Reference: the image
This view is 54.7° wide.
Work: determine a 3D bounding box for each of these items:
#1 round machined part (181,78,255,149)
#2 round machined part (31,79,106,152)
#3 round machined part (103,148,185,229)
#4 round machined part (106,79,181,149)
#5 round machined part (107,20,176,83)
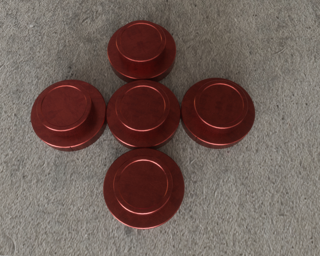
[{"bbox_3d":[0.077,-0.024,0.410,0.099,0.042,0.098,0,70,-1],"label":"round machined part"},{"bbox_3d":[-0.120,-0.021,0.407,0.099,0.042,0.098,0,70,-1],"label":"round machined part"},{"bbox_3d":[-0.019,0.071,0.374,0.099,0.042,0.098,0,70,-1],"label":"round machined part"},{"bbox_3d":[-0.022,-0.021,0.408,0.099,0.042,0.098,0,70,-1],"label":"round machined part"},{"bbox_3d":[-0.026,-0.113,0.442,0.099,0.042,0.098,0,70,-1],"label":"round machined part"}]
